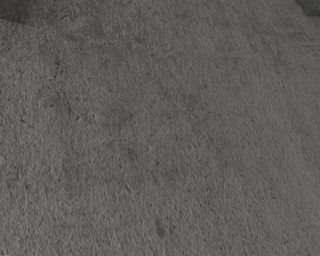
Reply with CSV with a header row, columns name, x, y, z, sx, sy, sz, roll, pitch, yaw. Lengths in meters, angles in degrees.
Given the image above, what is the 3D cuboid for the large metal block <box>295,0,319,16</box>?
name,x,y,z,sx,sy,sz,roll,pitch,yaw
large metal block,0.407,-0.343,0.815,0.081,0.050,0.080,-13,69,-34

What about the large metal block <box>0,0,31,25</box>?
name,x,y,z,sx,sy,sz,roll,pitch,yaw
large metal block,-0.206,-0.188,0.392,0.081,0.050,0.080,11,57,-23
